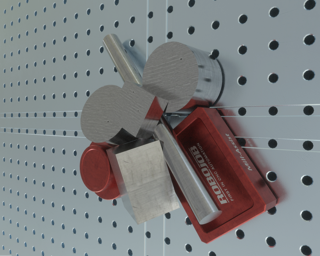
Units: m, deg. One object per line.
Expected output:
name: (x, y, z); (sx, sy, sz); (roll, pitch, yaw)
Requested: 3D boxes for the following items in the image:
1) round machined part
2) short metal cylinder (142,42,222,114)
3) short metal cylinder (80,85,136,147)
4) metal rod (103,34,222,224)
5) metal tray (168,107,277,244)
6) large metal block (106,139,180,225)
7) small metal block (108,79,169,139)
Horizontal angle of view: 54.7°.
round machined part: (-0.082, 0.058, 0.460); (0.098, 0.042, 0.097); (0, 90, 40)
short metal cylinder: (0.026, -0.057, 0.367); (0.080, 0.050, 0.079); (0, 90, 40)
short metal cylinder: (-0.061, -0.013, 0.424); (0.080, 0.050, 0.080); (-10, 69, 28)
metal rod: (-0.012, -0.022, 0.382); (0.025, 0.025, 0.299); (-50, 51, 28)
metal tray: (0.056, 0.052, 0.355); (0.090, 0.030, 0.130); (-44, 64, 31)
large metal block: (-0.024, 0.059, 0.374); (0.080, 0.050, 0.080); (179, 74, -73)
small metal block: (-0.025, -0.021, 0.356); (0.050, 0.025, 0.050); (33, 102, 35)
